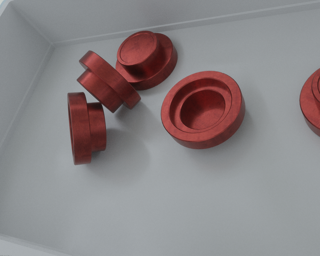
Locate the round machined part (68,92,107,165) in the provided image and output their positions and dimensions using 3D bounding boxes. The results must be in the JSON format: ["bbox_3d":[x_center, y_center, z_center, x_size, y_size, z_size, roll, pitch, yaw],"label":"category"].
[{"bbox_3d":[-0.099,0.000,0.422,0.042,0.097,0.098,-5,51,-18],"label":"round machined part"}]

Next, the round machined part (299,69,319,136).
[{"bbox_3d":[0.192,-0.035,0.308,0.098,0.042,0.098,-18,52,25],"label":"round machined part"}]

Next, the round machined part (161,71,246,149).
[{"bbox_3d":[0.054,-0.018,0.377,0.098,0.042,0.098,-13,56,20],"label":"round machined part"}]

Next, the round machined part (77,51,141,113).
[{"bbox_3d":[-0.077,-0.058,0.433,0.042,0.098,0.098,-48,52,-5],"label":"round machined part"}]

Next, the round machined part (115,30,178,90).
[{"bbox_3d":[-0.026,-0.110,0.474,0.098,0.042,0.098,-13,56,20],"label":"round machined part"}]
